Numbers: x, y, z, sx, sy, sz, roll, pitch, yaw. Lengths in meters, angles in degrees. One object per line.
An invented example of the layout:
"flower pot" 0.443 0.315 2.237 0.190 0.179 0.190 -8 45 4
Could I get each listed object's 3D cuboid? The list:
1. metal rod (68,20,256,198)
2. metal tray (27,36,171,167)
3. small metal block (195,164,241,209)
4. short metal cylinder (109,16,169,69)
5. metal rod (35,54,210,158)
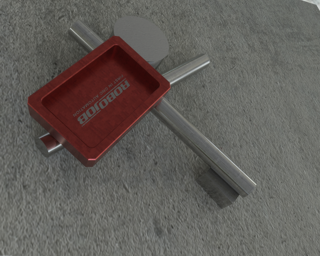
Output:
"metal rod" 0.002 -0.025 0.391 0.300 0.025 0.025 43 51 1
"metal tray" -0.062 -0.033 0.340 0.090 0.030 0.131 43 62 2
"small metal block" 0.083 0.069 0.410 0.050 0.025 0.050 47 51 5
"short metal cylinder" -0.034 -0.110 0.439 0.081 0.050 0.080 14 56 -21
"metal rod" -0.026 -0.045 0.420 0.302 0.025 0.025 -34 81 -38
